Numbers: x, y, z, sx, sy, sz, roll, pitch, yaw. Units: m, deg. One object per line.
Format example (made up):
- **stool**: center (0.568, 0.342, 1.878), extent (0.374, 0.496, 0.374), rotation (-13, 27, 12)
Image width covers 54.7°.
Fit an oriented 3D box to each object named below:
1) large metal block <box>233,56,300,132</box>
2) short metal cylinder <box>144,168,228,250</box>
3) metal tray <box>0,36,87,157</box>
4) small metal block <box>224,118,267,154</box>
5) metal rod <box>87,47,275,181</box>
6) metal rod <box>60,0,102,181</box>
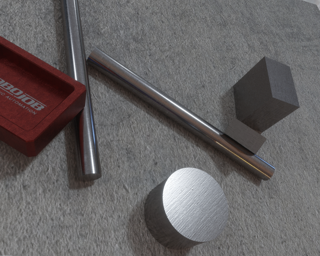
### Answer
- **large metal block**: center (0.164, -0.051, 0.491), extent (0.050, 0.080, 0.080), rotation (16, 55, -20)
- **short metal cylinder**: center (0.029, 0.091, 0.349), extent (0.081, 0.050, 0.080), rotation (14, 56, -21)
- **metal tray**: center (-0.156, -0.039, 0.323), extent (0.130, 0.030, 0.090), rotation (30, 52, 5)
- **small metal block**: center (0.122, 0.012, 0.439), extent (0.050, 0.025, 0.050), rotation (36, 7, 17)
- **metal rod**: center (0.033, -0.016, 0.433), extent (0.301, 0.025, 0.025), rotation (33, 51, -7)
- **metal rod**: center (-0.106, -0.079, 0.395), extent (0.025, 0.025, 0.299), rotation (1, 61, -28)
